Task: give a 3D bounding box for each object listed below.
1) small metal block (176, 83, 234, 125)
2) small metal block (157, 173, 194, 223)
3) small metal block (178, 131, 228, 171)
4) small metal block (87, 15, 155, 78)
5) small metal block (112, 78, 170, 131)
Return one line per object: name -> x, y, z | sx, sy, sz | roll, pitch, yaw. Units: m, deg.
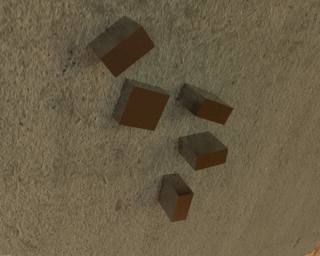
small metal block -> 0.058, -0.031, 0.403 | 0.050, 0.050, 0.025 | 14, 111, -34
small metal block -> 0.022, 0.104, 0.467 | 0.025, 0.050, 0.050 | -3, 120, -27
small metal block -> 0.060, 0.032, 0.443 | 0.050, 0.050, 0.025 | -11, 123, -23
small metal block -> -0.041, -0.084, 0.316 | 0.050, 0.050, 0.025 | -39, 129, -2
small metal block -> -0.023, -0.028, 0.377 | 0.050, 0.025, 0.050 | 11, 113, -33
